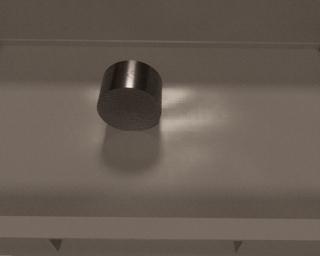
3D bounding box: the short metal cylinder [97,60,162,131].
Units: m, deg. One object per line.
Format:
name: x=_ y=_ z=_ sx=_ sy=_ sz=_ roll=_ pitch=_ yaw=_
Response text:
short metal cylinder: x=-0.038 y=-0.040 z=0.403 sx=0.081 sy=0.080 sz=0.050 roll=1 pitch=50 yaw=0
